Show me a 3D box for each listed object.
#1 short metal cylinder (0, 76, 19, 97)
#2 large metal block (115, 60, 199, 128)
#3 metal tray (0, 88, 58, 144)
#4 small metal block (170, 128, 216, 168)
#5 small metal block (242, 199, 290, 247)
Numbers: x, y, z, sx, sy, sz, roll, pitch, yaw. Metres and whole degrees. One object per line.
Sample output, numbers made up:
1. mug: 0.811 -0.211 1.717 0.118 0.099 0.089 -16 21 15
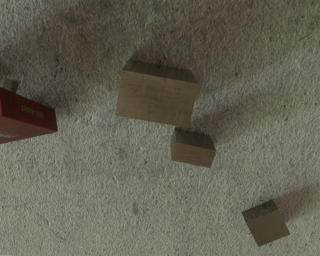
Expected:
1. short metal cylinder: -0.212 -0.042 0.356 0.080 0.080 0.050 17 90 -6
2. large metal block: -0.004 -0.043 0.364 0.081 0.080 0.050 10 110 -4
3. metal tray: -0.186 -0.009 0.350 0.090 0.130 0.030 -12 82 4
4. small metal block: 0.042 0.025 0.406 0.050 0.050 0.025 12 110 -5
5. small metal block: 0.158 0.143 0.464 0.050 0.025 0.050 -26 108 9
